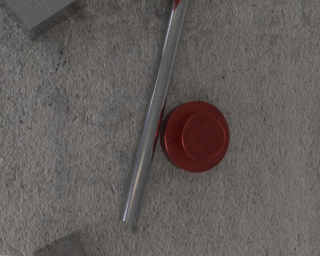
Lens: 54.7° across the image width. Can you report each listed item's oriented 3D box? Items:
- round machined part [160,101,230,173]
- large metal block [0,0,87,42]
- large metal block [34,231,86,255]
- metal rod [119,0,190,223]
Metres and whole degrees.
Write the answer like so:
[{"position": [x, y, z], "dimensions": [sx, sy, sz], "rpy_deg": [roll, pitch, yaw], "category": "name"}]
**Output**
[{"position": [0.053, 0.012, 0.419], "dimensions": [0.099, 0.042, 0.097], "rpy_deg": [0, 90, -20], "category": "round machined part"}, {"position": [-0.138, -0.157, 0.344], "dimensions": [0.080, 0.050, 0.080], "rpy_deg": [-41, 103, -15], "category": "large metal block"}, {"position": [-0.099, 0.174, 0.344], "dimensions": [0.050, 0.080, 0.080], "rpy_deg": [-24, 98, -18], "category": "large metal block"}, {"position": [-0.006, -0.028, 0.406], "dimensions": [0.025, 0.025, 0.299], "rpy_deg": [15, 85, -20], "category": "metal rod"}]
